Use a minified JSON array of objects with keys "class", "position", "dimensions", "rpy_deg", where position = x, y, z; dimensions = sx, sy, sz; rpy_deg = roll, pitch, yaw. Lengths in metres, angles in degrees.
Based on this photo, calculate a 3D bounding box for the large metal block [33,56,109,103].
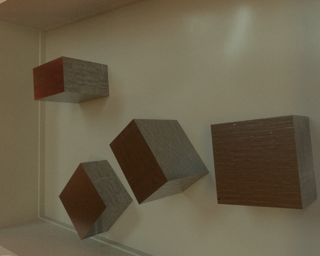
[{"class":"large metal block","position":[-0.138,-0.071,0.482],"dimensions":[0.080,0.081,0.050],"rpy_deg":[-7,86,39]}]

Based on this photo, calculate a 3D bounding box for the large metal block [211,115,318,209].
[{"class":"large metal block","position":[0.101,0.032,0.306],"dimensions":[0.080,0.050,0.080],"rpy_deg":[-7,85,39]}]

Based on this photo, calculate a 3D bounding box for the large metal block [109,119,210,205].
[{"class":"large metal block","position":[0.000,0.036,0.369],"dimensions":[0.050,0.081,0.080],"rpy_deg":[-45,64,31]}]

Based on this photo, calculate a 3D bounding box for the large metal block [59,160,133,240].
[{"class":"large metal block","position":[-0.099,0.107,0.470],"dimensions":[0.080,0.050,0.080],"rpy_deg":[51,120,27]}]
